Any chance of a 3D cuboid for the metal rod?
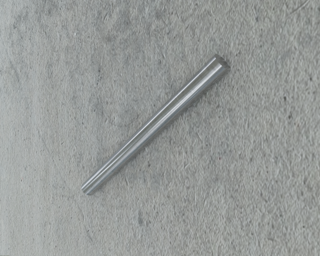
[{"bbox_3d":[-0.023,0.012,0.427,0.299,0.025,0.025,-43,64,31],"label":"metal rod"}]
